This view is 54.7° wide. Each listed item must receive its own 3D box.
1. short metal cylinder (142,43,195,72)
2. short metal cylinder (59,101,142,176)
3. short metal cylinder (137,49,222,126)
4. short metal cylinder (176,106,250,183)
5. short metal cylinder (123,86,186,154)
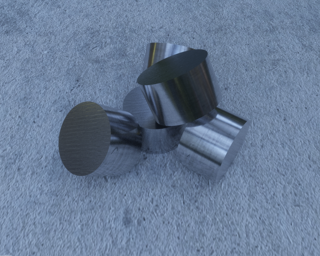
[{"bbox_3d":[0.017,-0.084,0.431,0.080,0.080,0.050,11,94,9],"label":"short metal cylinder"},{"bbox_3d":[-0.068,0.014,0.349,0.080,0.050,0.080,-6,78,34],"label":"short metal cylinder"},{"bbox_3d":[0.022,-0.045,0.340,0.080,0.050,0.080,-20,26,11],"label":"short metal cylinder"},{"bbox_3d":[0.062,0.016,0.356,0.050,0.080,0.080,28,56,21],"label":"short metal cylinder"},{"bbox_3d":[-0.005,-0.013,0.399,0.081,0.050,0.080,0,50,0],"label":"short metal cylinder"}]
